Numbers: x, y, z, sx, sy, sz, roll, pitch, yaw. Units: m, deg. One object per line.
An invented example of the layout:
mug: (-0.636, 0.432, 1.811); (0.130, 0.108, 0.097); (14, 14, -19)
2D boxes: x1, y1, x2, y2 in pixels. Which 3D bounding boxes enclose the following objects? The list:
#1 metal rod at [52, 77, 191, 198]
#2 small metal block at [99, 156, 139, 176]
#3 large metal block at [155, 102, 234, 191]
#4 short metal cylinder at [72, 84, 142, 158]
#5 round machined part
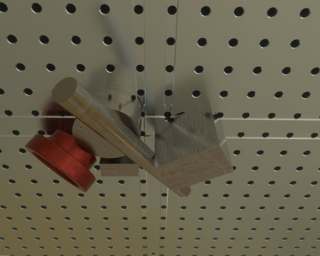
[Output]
metal rod: (-0.021, 0.034, 0.378); (0.025, 0.025, 0.300); (-20, 147, 15)
small metal block: (-0.054, 0.040, 0.428); (0.050, 0.050, 0.025); (0, 130, -1)
large metal block: (0.041, 0.023, 0.396); (0.080, 0.080, 0.050); (-21, 127, 17)
short metal cylinder: (-0.064, -0.008, 0.388); (0.081, 0.050, 0.079); (-1, 130, 0)
round machined part: (-0.124, 0.039, 0.411); (0.098, 0.042, 0.098); (31, 158, 14)
